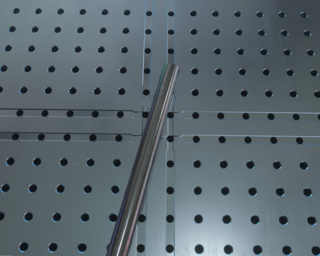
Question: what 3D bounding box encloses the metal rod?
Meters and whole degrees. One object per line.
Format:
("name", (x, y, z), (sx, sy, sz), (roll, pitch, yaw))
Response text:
("metal rod", (-0.022, 0.050, 0.393), (0.025, 0.025, 0.299), (14, 70, 5))
